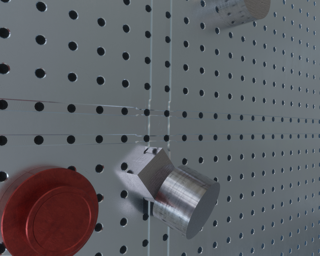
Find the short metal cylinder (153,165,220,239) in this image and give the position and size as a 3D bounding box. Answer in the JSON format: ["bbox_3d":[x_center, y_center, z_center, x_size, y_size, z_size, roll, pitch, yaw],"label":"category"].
[{"bbox_3d":[0.035,0.095,0.402,0.080,0.050,0.079,-39,143,-38],"label":"short metal cylinder"}]

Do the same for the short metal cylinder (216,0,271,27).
[{"bbox_3d":[0.136,-0.212,0.506,0.081,0.050,0.080,0,90,-40],"label":"short metal cylinder"}]

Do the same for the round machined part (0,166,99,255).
[{"bbox_3d":[-0.105,0.089,0.310,0.099,0.042,0.097,0,90,-40],"label":"round machined part"}]

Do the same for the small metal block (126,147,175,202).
[{"bbox_3d":[-0.008,0.060,0.402,0.050,0.025,0.050,-46,117,-30],"label":"small metal block"}]
